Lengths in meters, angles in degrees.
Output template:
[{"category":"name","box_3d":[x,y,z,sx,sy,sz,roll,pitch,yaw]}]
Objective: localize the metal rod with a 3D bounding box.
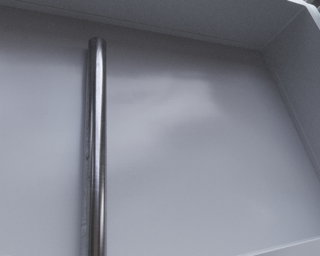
[{"category":"metal rod","box_3d":[-0.074,0.012,0.358,0.025,0.025,0.299,9,58,-24]}]
